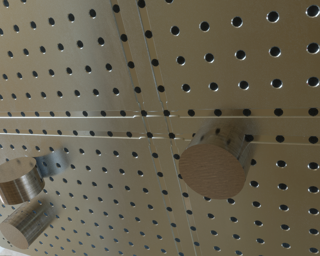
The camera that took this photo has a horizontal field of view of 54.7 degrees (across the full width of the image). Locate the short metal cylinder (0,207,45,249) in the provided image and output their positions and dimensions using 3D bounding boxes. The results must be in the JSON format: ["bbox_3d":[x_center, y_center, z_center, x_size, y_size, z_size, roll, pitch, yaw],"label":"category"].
[{"bbox_3d":[-0.310,0.225,0.699,0.080,0.050,0.079,13,124,21],"label":"short metal cylinder"}]

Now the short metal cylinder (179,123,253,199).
[{"bbox_3d":[0.070,0.041,0.383,0.080,0.050,0.079,13,124,21],"label":"short metal cylinder"}]

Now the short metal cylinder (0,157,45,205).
[{"bbox_3d":[-0.262,0.096,0.574,0.080,0.080,0.050,4,120,26],"label":"short metal cylinder"}]
